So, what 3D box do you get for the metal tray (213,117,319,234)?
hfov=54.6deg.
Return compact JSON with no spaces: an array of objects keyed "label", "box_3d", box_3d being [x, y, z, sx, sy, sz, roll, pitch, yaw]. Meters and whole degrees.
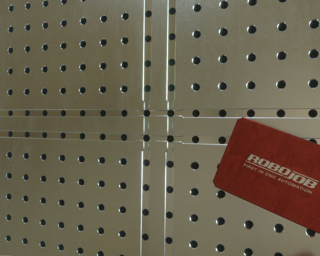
[{"label":"metal tray","box_3d":[0.139,0.051,0.361,0.130,0.030,0.090,22,97,18]}]
